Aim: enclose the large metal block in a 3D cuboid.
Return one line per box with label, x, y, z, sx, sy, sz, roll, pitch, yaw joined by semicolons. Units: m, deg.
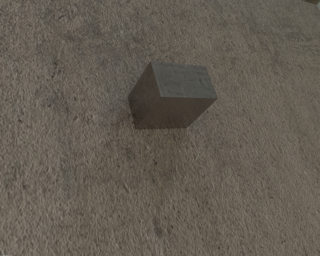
large metal block;0.013;-0.039;0.403;0.081;0.080;0.050;-1;63;-29
